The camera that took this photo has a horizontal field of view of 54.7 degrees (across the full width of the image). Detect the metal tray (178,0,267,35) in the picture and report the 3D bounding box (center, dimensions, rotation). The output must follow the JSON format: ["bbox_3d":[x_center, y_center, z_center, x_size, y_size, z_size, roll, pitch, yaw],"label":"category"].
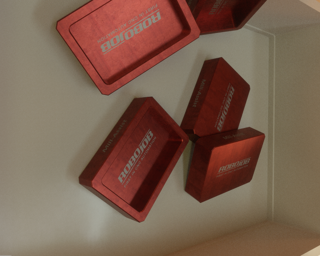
[{"bbox_3d":[0.078,-0.156,0.385,0.091,0.130,0.030,-10,86,-7],"label":"metal tray"}]

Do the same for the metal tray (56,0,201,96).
[{"bbox_3d":[-0.032,-0.107,0.336,0.130,0.030,0.090,-33,116,-3],"label":"metal tray"}]

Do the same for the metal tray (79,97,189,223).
[{"bbox_3d":[-0.026,0.037,0.383,0.090,0.030,0.130,47,62,-30],"label":"metal tray"}]

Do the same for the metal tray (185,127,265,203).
[{"bbox_3d":[0.101,0.052,0.470,0.131,0.030,0.089,-10,119,-40],"label":"metal tray"}]

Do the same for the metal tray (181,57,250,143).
[{"bbox_3d":[0.089,-0.031,0.480,0.090,0.030,0.130,34,69,-35],"label":"metal tray"}]
